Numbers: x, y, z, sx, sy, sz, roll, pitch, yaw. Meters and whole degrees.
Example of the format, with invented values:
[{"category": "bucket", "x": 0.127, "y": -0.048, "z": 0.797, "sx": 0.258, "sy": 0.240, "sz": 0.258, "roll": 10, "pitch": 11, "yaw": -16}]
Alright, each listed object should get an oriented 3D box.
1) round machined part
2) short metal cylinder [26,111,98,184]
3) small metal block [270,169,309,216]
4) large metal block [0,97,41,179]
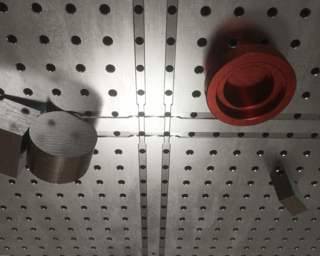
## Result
[{"category": "round machined part", "x": 0.100, "y": -0.052, "z": 0.358, "sx": 0.099, "sy": 0.042, "sz": 0.097, "roll": -1, "pitch": 130, "yaw": 0}, {"category": "short metal cylinder", "x": -0.125, "y": 0.024, "z": 0.394, "sx": 0.081, "sy": 0.080, "sz": 0.050, "roll": 15, "pitch": 128, "yaw": -13}, {"category": "small metal block", "x": 0.202, "y": 0.101, "z": 0.484, "sx": 0.025, "sy": 0.050, "sz": 0.050, "roll": -32, "pitch": 124, "yaw": 24}, {"category": "large metal block", "x": -0.206, "y": 0.008, "z": 0.393, "sx": 0.080, "sy": 0.050, "sz": 0.079, "roll": 21, "pitch": 127, "yaw": -8}]
